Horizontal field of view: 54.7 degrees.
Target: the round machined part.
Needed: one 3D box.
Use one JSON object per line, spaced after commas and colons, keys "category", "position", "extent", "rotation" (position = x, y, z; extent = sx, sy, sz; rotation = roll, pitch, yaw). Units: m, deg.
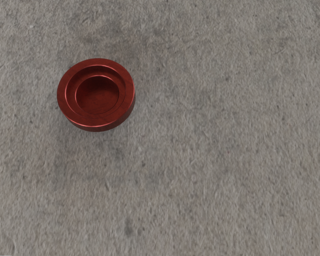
{"category": "round machined part", "position": [-0.082, -0.040, 0.413], "extent": [0.099, 0.042, 0.098], "rotation": [0, 70, -1]}
